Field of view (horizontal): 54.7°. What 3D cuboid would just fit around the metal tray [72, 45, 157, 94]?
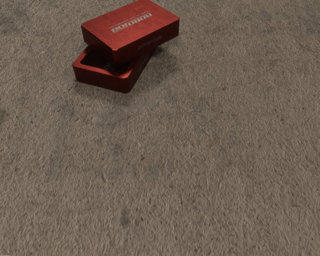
[{"bbox_3d":[-0.068,-0.117,0.497,0.090,0.030,0.130,15,52,12],"label":"metal tray"}]

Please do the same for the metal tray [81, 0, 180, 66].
[{"bbox_3d":[-0.045,-0.156,0.491,0.131,0.030,0.090,-34,58,-26],"label":"metal tray"}]
